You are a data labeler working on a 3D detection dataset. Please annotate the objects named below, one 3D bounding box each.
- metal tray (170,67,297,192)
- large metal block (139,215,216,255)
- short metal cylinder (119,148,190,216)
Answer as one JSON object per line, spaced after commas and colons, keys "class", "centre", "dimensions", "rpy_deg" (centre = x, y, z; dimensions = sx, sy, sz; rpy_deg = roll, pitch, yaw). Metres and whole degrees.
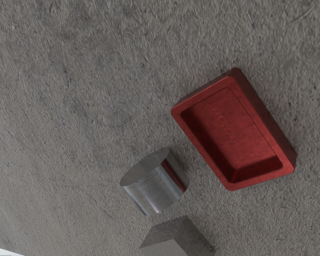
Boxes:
{"class": "metal tray", "centre": [0.085, 0.007, 0.362], "dimensions": [0.090, 0.030, 0.130], "rpy_deg": [-29, 103, 37]}
{"class": "large metal block", "centre": [0.028, 0.196, 0.497], "dimensions": [0.080, 0.050, 0.080], "rpy_deg": [-32, 101, 38]}
{"class": "short metal cylinder", "centre": [-0.007, 0.071, 0.419], "dimensions": [0.080, 0.080, 0.050], "rpy_deg": [-27, 104, 37]}
